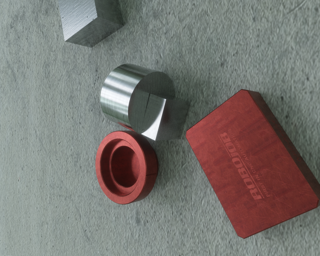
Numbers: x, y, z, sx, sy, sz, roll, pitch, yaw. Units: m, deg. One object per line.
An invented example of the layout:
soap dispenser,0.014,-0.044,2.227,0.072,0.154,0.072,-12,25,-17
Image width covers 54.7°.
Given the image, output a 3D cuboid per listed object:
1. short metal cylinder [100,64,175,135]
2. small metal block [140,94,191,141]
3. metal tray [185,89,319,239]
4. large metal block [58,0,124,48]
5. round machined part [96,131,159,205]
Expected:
short metal cylinder,-0.027,-0.037,0.389,0.050,0.081,0.079,23,105,37
small metal block,0.007,-0.013,0.381,0.025,0.050,0.050,24,105,37
metal tray,0.093,0.036,0.324,0.090,0.030,0.130,-40,66,32
large metal block,-0.108,-0.181,0.475,0.080,0.050,0.080,-19,78,38
round machined part,-0.041,0.052,0.425,0.098,0.042,0.097,0,90,39
